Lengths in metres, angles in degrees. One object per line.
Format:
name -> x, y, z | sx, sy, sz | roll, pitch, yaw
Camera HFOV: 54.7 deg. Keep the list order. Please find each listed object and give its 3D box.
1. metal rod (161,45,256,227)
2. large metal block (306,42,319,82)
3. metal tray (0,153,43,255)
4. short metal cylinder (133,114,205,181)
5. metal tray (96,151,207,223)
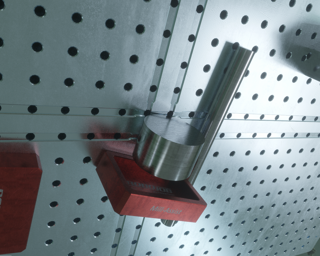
metal rod -> 0.064, 0.025, 0.461 | 0.025, 0.025, 0.298 | 8, 115, -32
large metal block -> 0.284, -0.102, 0.467 | 0.080, 0.080, 0.050 | -26, 128, -13
metal tray -> -0.195, 0.090, 0.357 | 0.091, 0.030, 0.129 | 6, 116, -31
short metal cylinder -> 0.011, 0.023, 0.396 | 0.081, 0.080, 0.050 | 6, 115, -31
metal tray -> -0.011, 0.079, 0.411 | 0.131, 0.090, 0.030 | 18, 109, -35
